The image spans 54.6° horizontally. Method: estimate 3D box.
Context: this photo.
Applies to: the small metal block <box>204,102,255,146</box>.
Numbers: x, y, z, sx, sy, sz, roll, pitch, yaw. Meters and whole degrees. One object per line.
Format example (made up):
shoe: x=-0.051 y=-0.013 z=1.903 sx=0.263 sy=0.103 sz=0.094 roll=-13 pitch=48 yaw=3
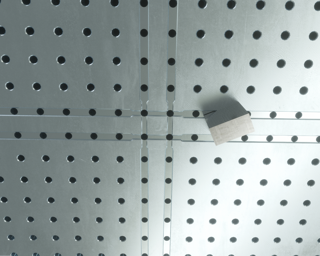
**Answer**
small metal block: x=0.087 y=-0.006 z=0.398 sx=0.050 sy=0.050 sz=0.025 roll=-21 pitch=109 yaw=7
